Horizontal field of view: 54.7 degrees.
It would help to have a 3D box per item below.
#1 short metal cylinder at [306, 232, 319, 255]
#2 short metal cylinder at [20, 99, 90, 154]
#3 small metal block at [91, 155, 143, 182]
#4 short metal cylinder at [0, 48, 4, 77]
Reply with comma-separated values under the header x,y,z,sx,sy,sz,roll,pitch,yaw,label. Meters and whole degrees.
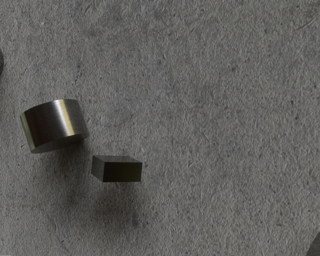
x,y,z,sx,sy,sz,roll,pitch,yaw,label
0.190,0.134,0.313,0.050,0.080,0.080,31,100,17,short metal cylinder
-0.145,-0.001,0.431,0.080,0.080,0.050,-23,83,18,short metal cylinder
-0.057,0.052,0.405,0.050,0.050,0.025,10,95,61,small metal block
-0.305,-0.110,0.503,0.080,0.050,0.079,0,90,20,short metal cylinder
